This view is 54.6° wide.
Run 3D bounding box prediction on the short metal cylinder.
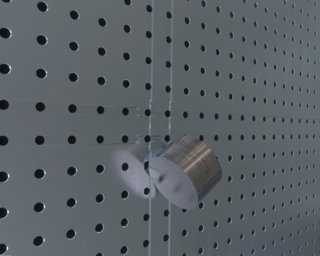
[{"bbox_3d":[0.032,0.057,0.399,0.050,0.080,0.080,-37,113,-34],"label":"short metal cylinder"}]
